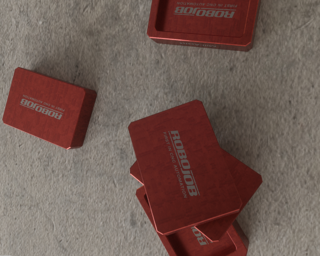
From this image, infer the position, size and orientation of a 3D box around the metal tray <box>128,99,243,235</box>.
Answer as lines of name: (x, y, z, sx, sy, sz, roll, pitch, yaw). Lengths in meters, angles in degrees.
metal tray: (0.025, 0.042, 0.346, 0.090, 0.030, 0.130, -19, 67, 3)

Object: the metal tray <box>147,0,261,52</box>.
metal tray: (0.055, -0.149, 0.386, 0.130, 0.030, 0.089, 11, 94, 19)

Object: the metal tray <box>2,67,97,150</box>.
metal tray: (-0.167, -0.031, 0.464, 0.130, 0.030, 0.089, 19, 96, 18)

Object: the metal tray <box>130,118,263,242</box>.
metal tray: (0.041, 0.059, 0.369, 0.130, 0.030, 0.090, 36, 80, 21)

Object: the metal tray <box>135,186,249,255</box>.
metal tray: (0.039, 0.113, 0.391, 0.090, 0.030, 0.130, -34, 80, 16)
